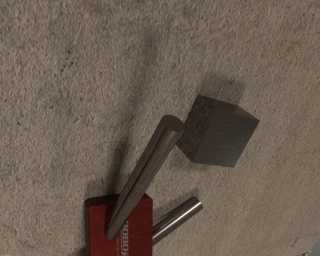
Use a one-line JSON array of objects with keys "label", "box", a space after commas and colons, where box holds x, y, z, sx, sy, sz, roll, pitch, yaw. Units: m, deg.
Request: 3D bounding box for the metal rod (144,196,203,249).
[{"label": "metal rod", "box": [-0.058, 0.203, 0.480, 0.302, 0.025, 0.025, -32, 129, -17]}]

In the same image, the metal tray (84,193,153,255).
[{"label": "metal tray", "box": [-0.058, 0.161, 0.442, 0.091, 0.030, 0.129, -3, 100, -24]}]

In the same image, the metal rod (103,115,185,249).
[{"label": "metal rod", "box": [-0.046, 0.101, 0.393, 0.025, 0.025, 0.298, 4, 133, -31]}]

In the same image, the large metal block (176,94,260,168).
[{"label": "large metal block", "box": [0.080, 0.006, 0.441, 0.081, 0.050, 0.079, 11, 113, -33]}]
